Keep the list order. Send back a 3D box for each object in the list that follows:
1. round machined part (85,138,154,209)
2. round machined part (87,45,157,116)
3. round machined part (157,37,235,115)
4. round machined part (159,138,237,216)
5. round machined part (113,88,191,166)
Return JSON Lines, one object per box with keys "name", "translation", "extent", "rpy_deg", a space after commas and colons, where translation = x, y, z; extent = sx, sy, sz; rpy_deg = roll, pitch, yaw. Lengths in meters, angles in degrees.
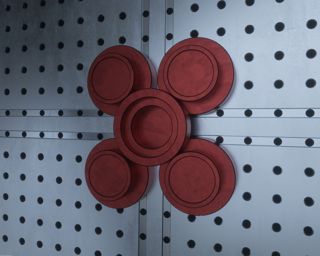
{"name": "round machined part", "translation": [-0.061, 0.063, 0.424], "extent": [0.098, 0.042, 0.097], "rpy_deg": [0, 90, 19]}
{"name": "round machined part", "translation": [-0.058, -0.064, 0.422], "extent": [0.098, 0.042, 0.097], "rpy_deg": [0, 90, 19]}
{"name": "round machined part", "translation": [0.043, -0.065, 0.387], "extent": [0.098, 0.042, 0.097], "rpy_deg": [0, 90, 19]}
{"name": "round machined part", "translation": [0.044, 0.062, 0.387], "extent": [0.098, 0.042, 0.097], "rpy_deg": [0, 90, 19]}
{"name": "round machined part", "translation": [-0.007, -0.001, 0.403], "extent": [0.098, 0.042, 0.097], "rpy_deg": [0, 90, 19]}
